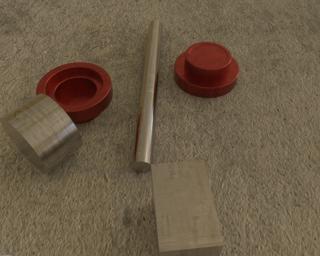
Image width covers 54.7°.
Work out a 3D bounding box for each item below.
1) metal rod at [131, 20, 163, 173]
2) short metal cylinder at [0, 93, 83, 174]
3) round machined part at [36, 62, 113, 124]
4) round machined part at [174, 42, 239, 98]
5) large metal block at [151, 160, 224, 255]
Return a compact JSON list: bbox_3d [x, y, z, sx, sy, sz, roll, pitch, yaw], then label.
[{"bbox_3d":[-0.014,-0.068,0.460,0.025,0.025,0.300,2,50,2],"label":"metal rod"},{"bbox_3d":[-0.137,0.007,0.361,0.080,0.080,0.050,33,58,25],"label":"short metal cylinder"},{"bbox_3d":[-0.114,-0.044,0.428,0.099,0.042,0.098,0,50,0],"label":"round machined part"},{"bbox_3d":[0.071,-0.095,0.472,0.099,0.042,0.098,0,50,0],"label":"round machined part"},{"bbox_3d":[0.021,0.088,0.294,0.050,0.080,0.080,-4,50,-4],"label":"large metal block"}]
